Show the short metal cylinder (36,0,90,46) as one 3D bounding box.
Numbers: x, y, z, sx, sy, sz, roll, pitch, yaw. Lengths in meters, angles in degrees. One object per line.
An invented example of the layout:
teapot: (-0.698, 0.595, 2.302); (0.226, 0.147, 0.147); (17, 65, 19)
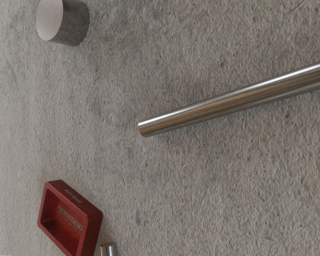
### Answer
short metal cylinder: (-0.164, -0.182, 0.521); (0.080, 0.050, 0.079); (0, 90, 39)

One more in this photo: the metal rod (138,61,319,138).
metal rod: (0.093, -0.032, 0.327); (0.300, 0.025, 0.025); (-16, 80, 38)

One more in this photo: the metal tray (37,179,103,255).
metal tray: (-0.157, 0.156, 0.527); (0.130, 0.030, 0.089); (24, 105, 37)

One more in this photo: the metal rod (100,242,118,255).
metal rod: (-0.059, 0.323, 0.451); (0.025, 0.025, 0.298); (-12, 82, 39)
